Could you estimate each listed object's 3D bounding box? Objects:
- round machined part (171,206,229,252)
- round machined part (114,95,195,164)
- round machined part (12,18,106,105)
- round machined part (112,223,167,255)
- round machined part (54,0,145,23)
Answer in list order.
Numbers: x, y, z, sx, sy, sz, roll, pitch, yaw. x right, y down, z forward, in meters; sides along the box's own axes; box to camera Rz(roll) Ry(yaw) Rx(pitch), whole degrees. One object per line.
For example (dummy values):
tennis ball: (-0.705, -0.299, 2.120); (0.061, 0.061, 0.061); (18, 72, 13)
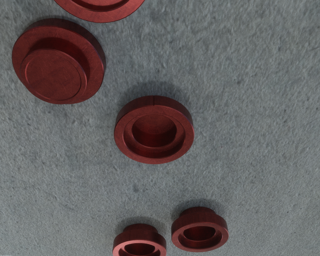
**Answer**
round machined part: (0.069, 0.176, 0.547); (0.099, 0.042, 0.097); (-1, 130, 0)
round machined part: (-0.007, -0.002, 0.394); (0.099, 0.042, 0.097); (-1, 130, 0)
round machined part: (-0.111, -0.065, 0.339); (0.099, 0.042, 0.097); (-1, 130, 0)
round machined part: (-0.037, 0.215, 0.579); (0.099, 0.042, 0.097); (-1, 130, 0)
round machined part: (-0.054, -0.147, 0.270); (0.099, 0.042, 0.097); (-1, 130, 0)
